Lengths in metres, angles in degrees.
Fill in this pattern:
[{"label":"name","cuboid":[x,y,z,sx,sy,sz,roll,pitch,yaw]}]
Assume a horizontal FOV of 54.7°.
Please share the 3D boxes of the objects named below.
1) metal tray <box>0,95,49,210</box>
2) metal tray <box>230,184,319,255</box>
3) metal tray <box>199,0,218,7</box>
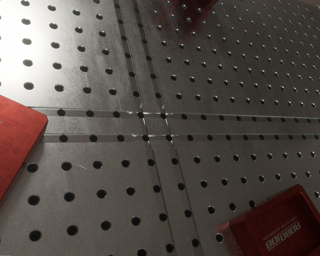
[{"label":"metal tray","cuboid":[-0.178,0.026,0.294,0.090,0.030,0.130,26,52,-13]},{"label":"metal tray","cuboid":[0.165,0.138,0.411,0.131,0.030,0.090,-15,70,-34]},{"label":"metal tray","cuboid":[0.107,-0.306,0.580,0.030,0.129,0.090,-33,88,-38]}]
